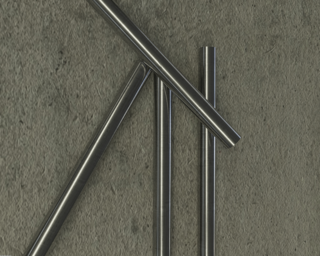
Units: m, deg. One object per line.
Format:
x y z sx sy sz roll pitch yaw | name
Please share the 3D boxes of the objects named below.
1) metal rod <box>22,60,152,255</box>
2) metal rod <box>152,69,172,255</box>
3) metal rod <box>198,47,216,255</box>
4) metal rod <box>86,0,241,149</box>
-0.090 0.049 0.375 0.025 0.025 0.299 32 80 -17 | metal rod
0.003 0.072 0.410 0.025 0.025 0.298 0 90 -20 | metal rod
0.065 0.038 0.432 0.025 0.025 0.298 0 90 -20 | metal rod
-0.010 -0.089 0.382 0.300 0.025 0.025 46 76 -6 | metal rod
